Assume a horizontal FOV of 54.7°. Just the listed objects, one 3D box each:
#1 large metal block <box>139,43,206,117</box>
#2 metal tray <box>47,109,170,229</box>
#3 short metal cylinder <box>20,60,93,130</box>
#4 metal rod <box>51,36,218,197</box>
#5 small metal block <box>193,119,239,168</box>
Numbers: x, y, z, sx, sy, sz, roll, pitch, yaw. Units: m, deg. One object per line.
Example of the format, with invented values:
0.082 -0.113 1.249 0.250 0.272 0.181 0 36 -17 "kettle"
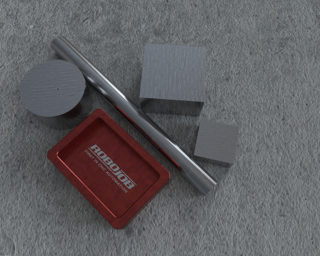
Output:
0.018 -0.064 0.420 0.081 0.050 0.080 4 70 1 "large metal block"
-0.063 0.049 0.388 0.130 0.030 0.090 42 75 13 "metal tray"
-0.134 -0.043 0.410 0.081 0.050 0.080 0 70 0 "short metal cylinder"
-0.043 -0.024 0.417 0.025 0.025 0.300 -43 76 -14 "metal rod"
0.072 0.020 0.403 0.050 0.025 0.050 12 70 4 "small metal block"
